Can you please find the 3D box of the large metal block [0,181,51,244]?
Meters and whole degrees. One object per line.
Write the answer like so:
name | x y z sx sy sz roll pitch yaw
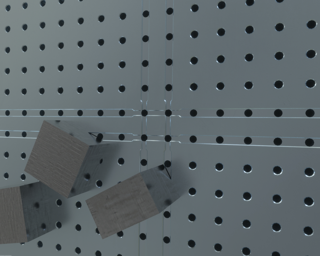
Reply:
large metal block | -0.222 0.129 0.476 0.080 0.050 0.080 -11 87 19

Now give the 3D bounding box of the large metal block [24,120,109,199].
large metal block | -0.134 0.042 0.445 0.080 0.050 0.080 27 99 17

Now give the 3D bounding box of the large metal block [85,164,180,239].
large metal block | -0.032 0.090 0.394 0.080 0.080 0.050 -29 81 17
